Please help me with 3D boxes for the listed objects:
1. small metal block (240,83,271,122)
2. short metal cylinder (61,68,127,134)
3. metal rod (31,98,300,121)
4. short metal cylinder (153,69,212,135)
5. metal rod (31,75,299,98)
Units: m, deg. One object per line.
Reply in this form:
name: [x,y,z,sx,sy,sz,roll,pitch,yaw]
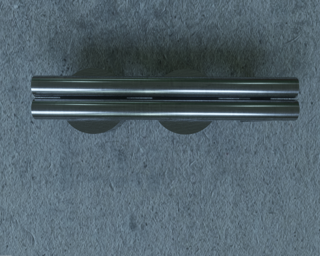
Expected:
small metal block: [0.122,-0.033,0.401,0.025,0.050,0.050,-2,90,0]
short metal cylinder: [-0.080,-0.033,0.397,0.081,0.050,0.080,0,90,0]
metal rod: [0.007,-0.022,0.360,0.302,0.025,0.025,0,90,-1]
short metal cylinder: [0.031,-0.032,0.399,0.081,0.050,0.080,0,90,0]
metal rod: [0.006,-0.048,0.360,0.302,0.025,0.025,0,90,-1]
